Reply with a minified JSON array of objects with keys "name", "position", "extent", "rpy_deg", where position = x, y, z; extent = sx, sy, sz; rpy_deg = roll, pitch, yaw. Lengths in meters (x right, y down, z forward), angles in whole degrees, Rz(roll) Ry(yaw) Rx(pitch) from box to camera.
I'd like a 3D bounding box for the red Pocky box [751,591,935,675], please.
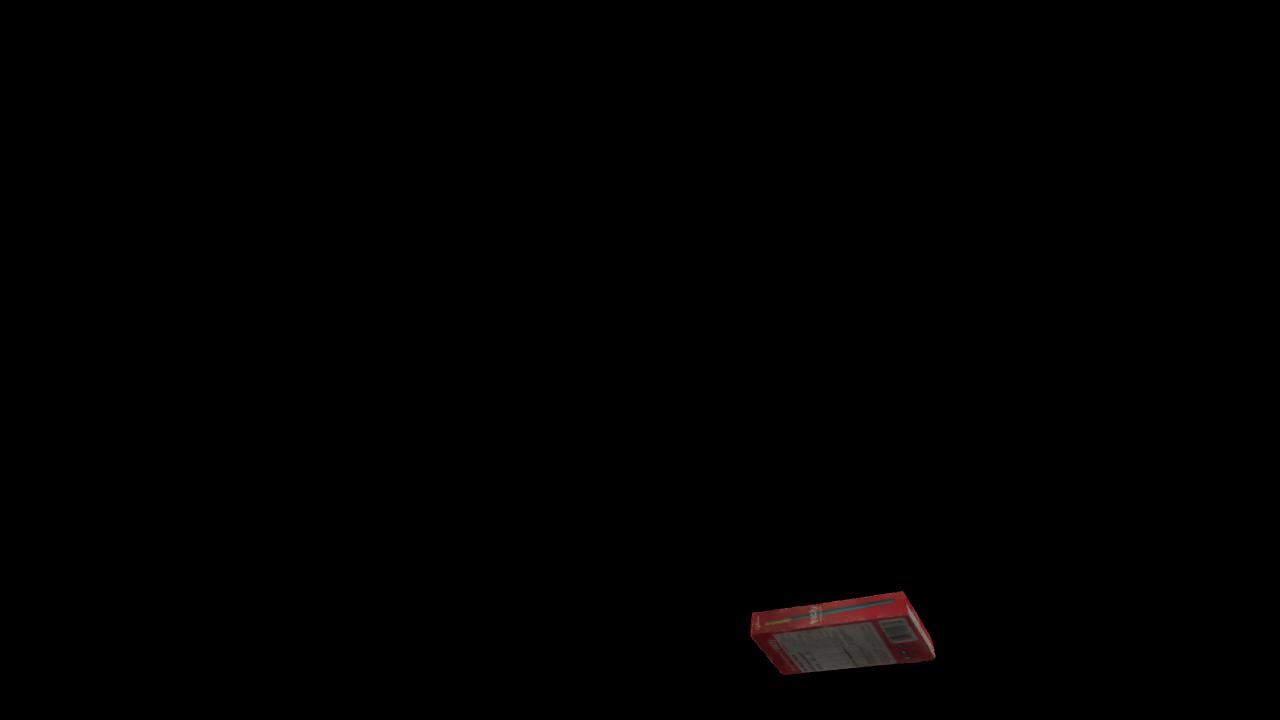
[{"name":"red Pocky box","position":[0.194,0.269,0.600],"extent":[0.155,0.083,0.028],"rpy_deg":[-21,32,26]}]
